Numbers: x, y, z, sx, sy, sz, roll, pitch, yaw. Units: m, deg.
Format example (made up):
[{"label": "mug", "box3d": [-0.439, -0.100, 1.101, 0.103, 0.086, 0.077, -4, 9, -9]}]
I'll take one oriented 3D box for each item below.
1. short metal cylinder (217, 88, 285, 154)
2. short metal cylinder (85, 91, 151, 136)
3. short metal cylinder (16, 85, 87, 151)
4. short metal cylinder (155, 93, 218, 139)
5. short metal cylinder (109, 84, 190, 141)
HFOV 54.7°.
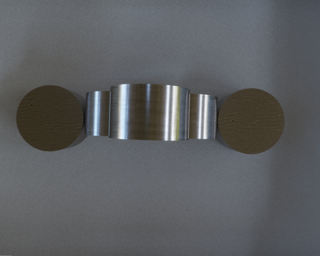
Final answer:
[{"label": "short metal cylinder", "box3d": [0.110, -0.008, 0.398, 0.081, 0.050, 0.080, 0, 90, 0]}, {"label": "short metal cylinder", "box3d": [-0.051, -0.016, 0.381, 0.081, 0.080, 0.050, 2, 90, 0]}, {"label": "short metal cylinder", "box3d": [-0.132, -0.012, 0.396, 0.081, 0.050, 0.080, 0, 90, 0]}, {"label": "short metal cylinder", "box3d": [0.030, -0.013, 0.382, 0.081, 0.080, 0.050, 2, 90, 0]}, {"label": "short metal cylinder", "box3d": [-0.010, -0.014, 0.313, 0.081, 0.080, 0.050, 2, 90, 0]}]
